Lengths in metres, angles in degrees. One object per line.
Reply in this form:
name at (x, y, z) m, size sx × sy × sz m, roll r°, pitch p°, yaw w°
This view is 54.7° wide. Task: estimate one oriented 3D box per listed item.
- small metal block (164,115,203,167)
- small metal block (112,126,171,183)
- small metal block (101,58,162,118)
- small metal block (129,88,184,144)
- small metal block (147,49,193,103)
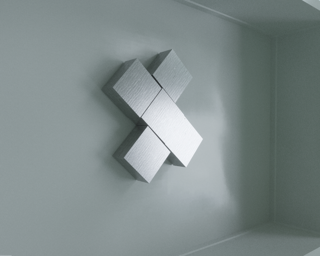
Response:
small metal block at (0.026, 0.018, 0.425) m, size 0.050 × 0.025 × 0.050 m, roll 49°, pitch 61°, yaw -29°
small metal block at (-0.022, 0.032, 0.386) m, size 0.050 × 0.025 × 0.050 m, roll 50°, pitch 61°, yaw -28°
small metal block at (-0.033, -0.047, 0.376) m, size 0.050 × 0.025 × 0.050 m, roll 49°, pitch 61°, yaw -29°
small metal block at (-0.003, -0.015, 0.400) m, size 0.050 × 0.025 × 0.050 m, roll 49°, pitch 61°, yaw -29°
small metal block at (0.010, -0.067, 0.411) m, size 0.050 × 0.025 × 0.050 m, roll 49°, pitch 60°, yaw -29°
